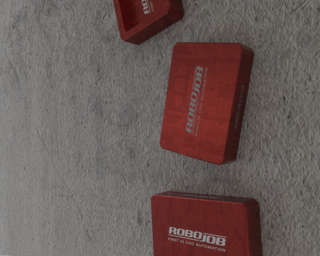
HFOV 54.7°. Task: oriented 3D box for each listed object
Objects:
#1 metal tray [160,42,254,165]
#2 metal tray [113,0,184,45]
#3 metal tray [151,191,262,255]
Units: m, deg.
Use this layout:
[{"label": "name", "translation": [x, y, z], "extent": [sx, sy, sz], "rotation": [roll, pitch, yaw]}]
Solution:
[{"label": "metal tray", "translation": [0.051, -0.031, 0.360], "extent": [0.090, 0.030, 0.129], "rotation": [13, 99, 39]}, {"label": "metal tray", "translation": [-0.024, -0.192, 0.421], "extent": [0.090, 0.030, 0.129], "rotation": [-20, 78, 38]}, {"label": "metal tray", "translation": [0.049, 0.125, 0.361], "extent": [0.130, 0.030, 0.089], "rotation": [-5, 87, 39]}]
